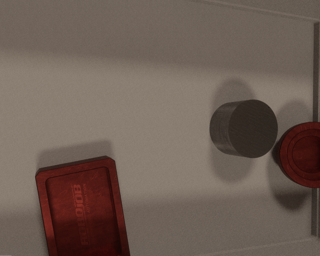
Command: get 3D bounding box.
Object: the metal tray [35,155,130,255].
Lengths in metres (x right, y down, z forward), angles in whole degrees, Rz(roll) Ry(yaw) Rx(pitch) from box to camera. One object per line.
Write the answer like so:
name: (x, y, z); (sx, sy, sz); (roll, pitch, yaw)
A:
metal tray: (-0.092, 0.105, 0.374); (0.091, 0.030, 0.129); (-10, 94, -20)

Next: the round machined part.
round machined part: (0.229, 0.040, 0.475); (0.099, 0.042, 0.097); (0, 87, 6)

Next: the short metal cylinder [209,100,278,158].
short metal cylinder: (0.119, 0.001, 0.443); (0.081, 0.050, 0.079); (0, 90, -20)
